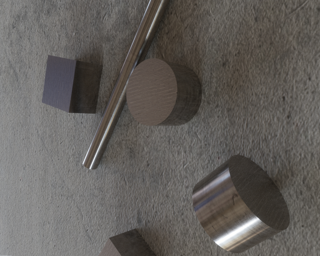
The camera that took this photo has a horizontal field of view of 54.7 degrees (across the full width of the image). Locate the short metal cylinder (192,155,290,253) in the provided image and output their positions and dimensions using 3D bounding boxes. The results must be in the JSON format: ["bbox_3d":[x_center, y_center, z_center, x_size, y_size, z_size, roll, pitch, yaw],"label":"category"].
[{"bbox_3d":[0.079,0.073,0.304,0.050,0.081,0.080,-45,63,31],"label":"short metal cylinder"}]

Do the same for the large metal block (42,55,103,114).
[{"bbox_3d":[-0.145,-0.072,0.508,0.080,0.050,0.079,18,102,38],"label":"large metal block"}]

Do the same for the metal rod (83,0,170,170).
[{"bbox_3d":[-0.050,-0.066,0.446,0.025,0.025,0.298,40,114,32],"label":"metal rod"}]

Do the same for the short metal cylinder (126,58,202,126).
[{"bbox_3d":[0.004,-0.042,0.385,0.080,0.050,0.080,0,90,40],"label":"short metal cylinder"}]

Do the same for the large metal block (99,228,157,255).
[{"bbox_3d":[-0.045,0.202,0.426,0.080,0.050,0.080,44,116,31],"label":"large metal block"}]
